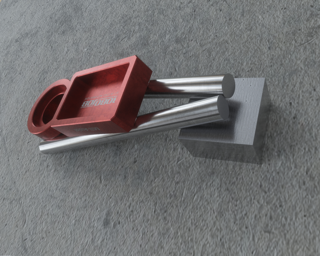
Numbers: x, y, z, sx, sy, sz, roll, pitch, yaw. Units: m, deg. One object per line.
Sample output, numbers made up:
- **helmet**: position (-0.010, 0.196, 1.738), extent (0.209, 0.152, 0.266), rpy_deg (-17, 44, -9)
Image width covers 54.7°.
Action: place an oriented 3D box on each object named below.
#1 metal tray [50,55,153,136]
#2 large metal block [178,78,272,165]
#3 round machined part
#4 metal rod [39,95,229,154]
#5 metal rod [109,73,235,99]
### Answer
- **metal tray**: position (-0.078, -0.038, 0.398), extent (0.130, 0.030, 0.090), rpy_deg (-4, 59, 40)
- **large metal block**: position (0.076, -0.009, 0.352), extent (0.080, 0.050, 0.080), rpy_deg (4, 64, 29)
- **round machined part**: position (-0.156, -0.025, 0.482), extent (0.098, 0.042, 0.098), rpy_deg (-21, 50, 27)
- **metal rod**: position (-0.057, 0.004, 0.390), extent (0.300, 0.025, 0.025), rpy_deg (-12, 56, 36)
- **metal rod**: position (-0.039, -0.051, 0.414), extent (0.300, 0.025, 0.025), rpy_deg (5, 64, 44)
